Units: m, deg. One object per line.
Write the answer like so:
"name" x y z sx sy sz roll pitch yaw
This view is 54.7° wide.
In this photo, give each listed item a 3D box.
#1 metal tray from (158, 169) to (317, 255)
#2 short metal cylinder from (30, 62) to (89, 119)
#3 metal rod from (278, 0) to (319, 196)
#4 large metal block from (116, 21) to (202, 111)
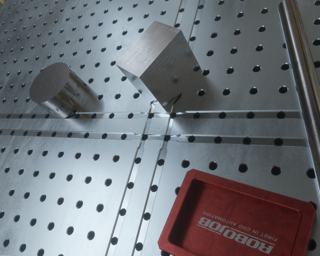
"metal tray" 0.073 0.101 0.304 0.130 0.030 0.090 13 68 33
"short metal cylinder" -0.168 -0.063 0.519 0.080 0.050 0.080 -13 56 21
"metal rod" 0.166 -0.035 0.342 0.025 0.025 0.299 -11 57 22
"large metal block" 0.001 -0.083 0.424 0.050 0.080 0.080 34 81 38
